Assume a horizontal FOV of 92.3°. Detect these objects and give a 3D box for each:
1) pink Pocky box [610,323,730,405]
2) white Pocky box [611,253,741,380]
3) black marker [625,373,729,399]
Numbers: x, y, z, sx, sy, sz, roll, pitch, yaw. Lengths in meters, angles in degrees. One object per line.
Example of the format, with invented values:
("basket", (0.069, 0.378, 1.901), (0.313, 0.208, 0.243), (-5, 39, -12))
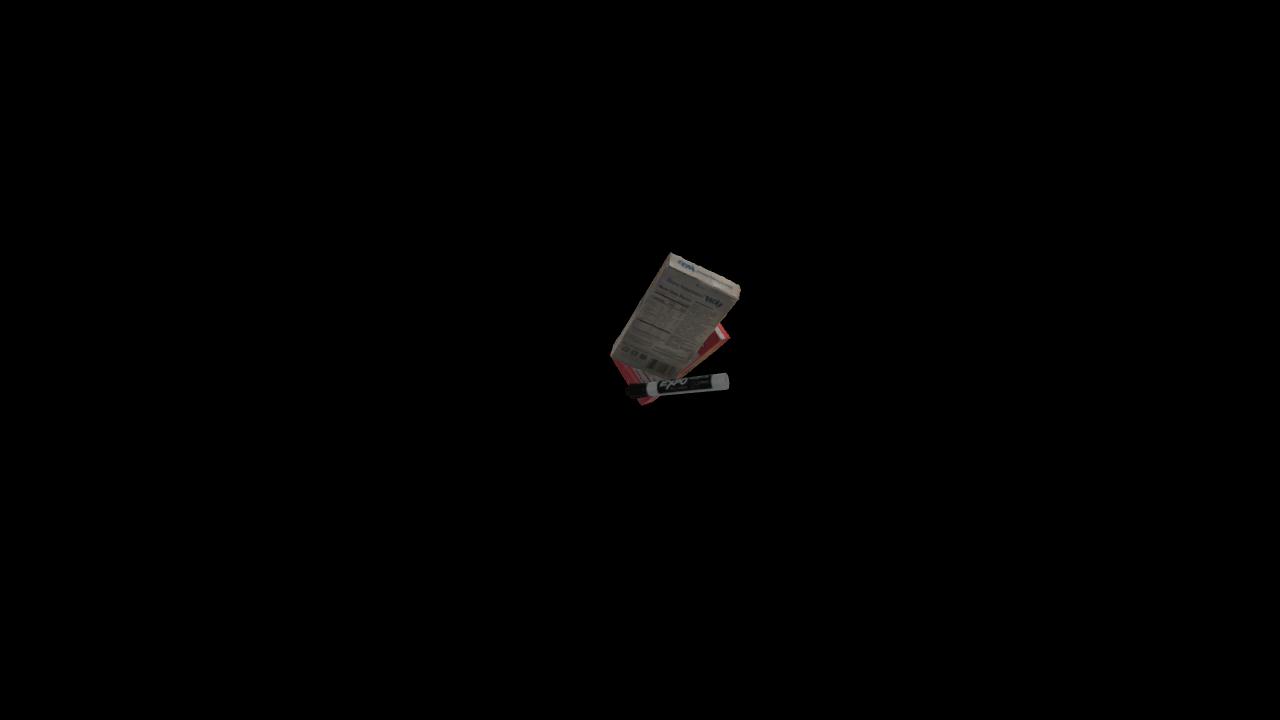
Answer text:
("pink Pocky box", (0.033, -0.017, 0.769), (0.029, 0.084, 0.155), (-15, -22, -51))
("white Pocky box", (0.034, -0.040, 0.669), (0.084, 0.028, 0.154), (23, -44, -11))
("black marker", (0.040, 0.030, 0.691), (0.121, 0.020, 0.020), (-7, -3, 23))
